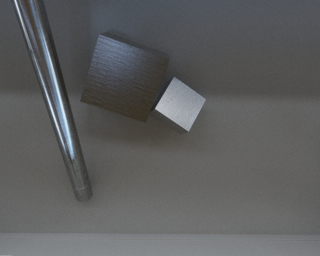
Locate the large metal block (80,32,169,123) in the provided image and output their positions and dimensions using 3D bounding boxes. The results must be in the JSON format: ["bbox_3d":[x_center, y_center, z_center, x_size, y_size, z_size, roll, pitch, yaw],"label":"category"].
[{"bbox_3d":[-0.041,-0.062,0.375,0.080,0.050,0.079,18,109,-7],"label":"large metal block"}]

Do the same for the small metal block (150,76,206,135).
[{"bbox_3d":[0.022,-0.027,0.388,0.050,0.025,0.050,34,70,-12],"label":"small metal block"}]

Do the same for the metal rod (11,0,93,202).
[{"bbox_3d":[-0.110,-0.013,0.346,0.025,0.025,0.298,-1,133,0],"label":"metal rod"}]
